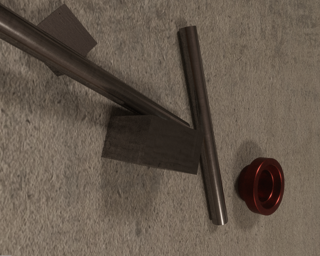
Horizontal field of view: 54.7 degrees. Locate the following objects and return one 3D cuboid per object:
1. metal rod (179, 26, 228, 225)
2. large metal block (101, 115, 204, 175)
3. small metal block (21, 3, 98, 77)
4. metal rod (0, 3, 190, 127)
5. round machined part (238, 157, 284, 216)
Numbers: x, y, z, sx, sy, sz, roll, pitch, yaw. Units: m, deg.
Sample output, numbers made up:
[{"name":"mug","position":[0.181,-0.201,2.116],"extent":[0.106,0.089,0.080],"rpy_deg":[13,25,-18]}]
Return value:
[{"name":"metal rod","position":[0.067,0.002,0.463],"extent":[0.025,0.025,0.298],"rpy_deg":[-18,102,-39]},{"name":"large metal block","position":[-0.009,0.020,0.363],"extent":[0.080,0.080,0.050],"rpy_deg":[18,79,-39]},{"name":"small metal block","position":[-0.102,-0.090,0.320],"extent":[0.050,0.025,0.050],"rpy_deg":[51,60,-28]},{"name":"metal rod","position":[-0.061,-0.049,0.328],"extent":[0.301,0.025,0.025],"rpy_deg":[29,72,-45]},{"name":"round machined part","position":[0.174,0.100,0.543],"extent":[0.099,0.042,0.097],"rpy_deg":[0,90,-40]}]
